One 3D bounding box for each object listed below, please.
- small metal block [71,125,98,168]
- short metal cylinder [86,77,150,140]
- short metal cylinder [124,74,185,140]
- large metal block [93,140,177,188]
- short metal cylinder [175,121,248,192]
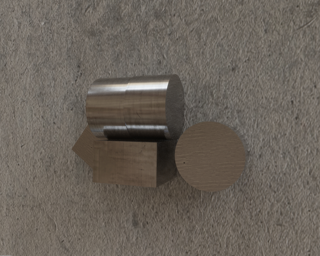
[{"bbox_3d":[-0.089,0.026,0.442,0.050,0.025,0.050,39,102,15],"label":"small metal block"},{"bbox_3d":[-0.051,-0.025,0.400,0.050,0.080,0.079,1,90,20],"label":"short metal cylinder"},{"bbox_3d":[-0.004,-0.025,0.383,0.050,0.080,0.079,1,90,20],"label":"short metal cylinder"},{"bbox_3d":[-0.028,0.040,0.391,0.080,0.080,0.050,1,91,20],"label":"large metal block"},{"bbox_3d":[0.064,0.032,0.374,0.080,0.050,0.079,0,90,20],"label":"short metal cylinder"}]
